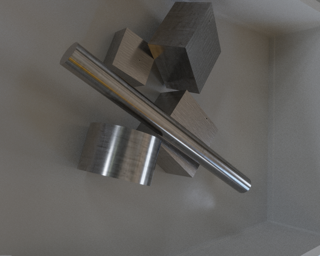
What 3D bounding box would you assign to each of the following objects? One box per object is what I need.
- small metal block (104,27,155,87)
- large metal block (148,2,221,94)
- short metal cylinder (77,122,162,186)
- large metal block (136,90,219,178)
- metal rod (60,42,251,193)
[{"bbox_3d":[-0.036,-0.084,0.378,0.050,0.025,0.050,29,72,-37],"label":"small metal block"},{"bbox_3d":[0.036,-0.104,0.402,0.080,0.050,0.080,-62,148,-25],"label":"large metal block"},{"bbox_3d":[-0.043,0.030,0.336,0.080,0.080,0.050,22,76,-38],"label":"short metal cylinder"},{"bbox_3d":[0.022,0.008,0.411,0.080,0.050,0.080,47,62,-30],"label":"large metal block"},{"bbox_3d":[0.019,0.008,0.359,0.301,0.025,0.025,36,68,-34],"label":"metal rod"}]
